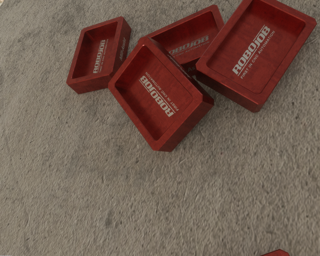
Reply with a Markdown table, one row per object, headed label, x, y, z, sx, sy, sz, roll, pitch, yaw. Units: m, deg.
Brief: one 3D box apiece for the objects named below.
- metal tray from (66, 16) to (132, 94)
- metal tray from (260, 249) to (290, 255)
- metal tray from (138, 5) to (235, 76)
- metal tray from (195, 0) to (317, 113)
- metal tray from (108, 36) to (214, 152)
| label | x | y | z | sx | sy | sz | roll | pitch | yaw |
| --- | --- | --- | --- | --- | --- | --- | --- | --- | --- |
| metal tray | -0.103 | -0.126 | 0.531 | 0.090 | 0.030 | 0.130 | -8 | 58 | 23 |
| metal tray | 0.066 | 0.170 | 0.261 | 0.130 | 0.030 | 0.090 | -25 | 53 | 12 |
| metal tray | 0.035 | -0.117 | 0.454 | 0.130 | 0.030 | 0.090 | -20 | 54 | 16 |
| metal tray | 0.114 | -0.095 | 0.376 | 0.090 | 0.030 | 0.130 | 33 | 79 | 14 |
| metal tray | -0.004 | -0.044 | 0.397 | 0.090 | 0.030 | 0.130 | -49 | 59 | 20 |
